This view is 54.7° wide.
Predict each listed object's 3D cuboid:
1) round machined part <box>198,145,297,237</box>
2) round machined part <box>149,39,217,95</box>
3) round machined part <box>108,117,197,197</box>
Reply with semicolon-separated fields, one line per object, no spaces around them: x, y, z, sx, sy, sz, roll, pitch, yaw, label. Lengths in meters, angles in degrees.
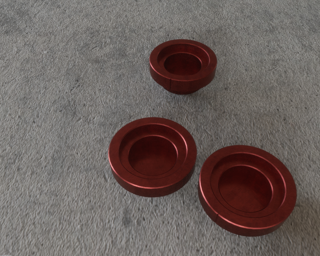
0.090;0.070;0.334;0.099;0.042;0.098;0;50;0;round machined part
0.034;-0.088;0.466;0.099;0.042;0.098;0;50;0;round machined part
-0.008;0.037;0.361;0.099;0.042;0.098;0;50;0;round machined part
